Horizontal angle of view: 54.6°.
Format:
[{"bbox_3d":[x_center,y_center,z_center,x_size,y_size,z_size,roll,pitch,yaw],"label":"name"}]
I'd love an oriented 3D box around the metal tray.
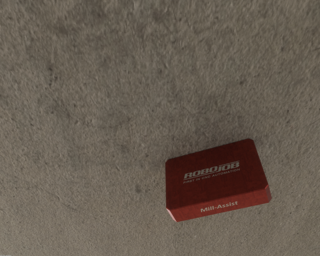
[{"bbox_3d":[0.074,0.070,0.424,0.130,0.090,0.030,-16,128,13],"label":"metal tray"}]
